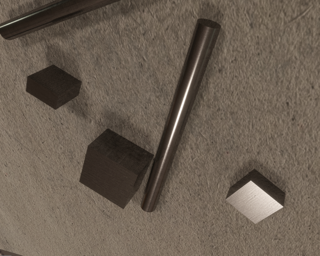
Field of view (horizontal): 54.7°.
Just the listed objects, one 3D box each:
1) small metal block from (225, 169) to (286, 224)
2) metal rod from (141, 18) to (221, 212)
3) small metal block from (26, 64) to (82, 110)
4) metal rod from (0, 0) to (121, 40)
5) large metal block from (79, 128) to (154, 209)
[{"bbox_3d":[0.122,0.088,0.397,0.050,0.025,0.050,39,129,1],"label":"small metal block"},{"bbox_3d":[0.016,0.009,0.402,0.025,0.025,0.298,26,127,12],"label":"metal rod"},{"bbox_3d":[-0.147,-0.058,0.430,0.050,0.050,0.025,32,128,7],"label":"small metal block"},{"bbox_3d":[-0.084,-0.148,0.357,0.300,0.025,0.025,-6,116,30],"label":"metal rod"},{"bbox_3d":[-0.066,0.061,0.461,0.080,0.050,0.079,30,128,8],"label":"large metal block"}]
